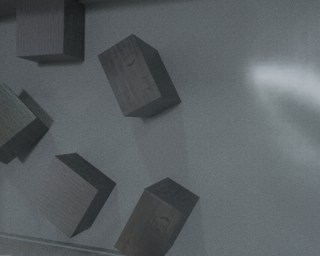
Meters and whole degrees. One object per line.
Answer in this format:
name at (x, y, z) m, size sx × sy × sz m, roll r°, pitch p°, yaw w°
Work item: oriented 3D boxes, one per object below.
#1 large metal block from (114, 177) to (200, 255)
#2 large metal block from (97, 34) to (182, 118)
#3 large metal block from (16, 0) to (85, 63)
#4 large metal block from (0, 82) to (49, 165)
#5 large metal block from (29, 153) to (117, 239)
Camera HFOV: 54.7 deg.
large metal block at (0.000, 0.114, 0.381) m, size 0.050 × 0.080 × 0.080 m, roll 30°, pitch 100°, yaw 17°
large metal block at (-0.022, -0.060, 0.388) m, size 0.050 × 0.080 × 0.080 m, roll -27°, pitch 81°, yaw 18°
large metal block at (-0.158, -0.141, 0.451) m, size 0.080 × 0.050 × 0.079 m, roll 1°, pitch 90°, yaw 19°
large metal block at (-0.230, -0.006, 0.460) m, size 0.080 × 0.050 × 0.080 m, roll 43°, pitch 76°, yaw 14°
large metal block at (-0.123, 0.092, 0.439) m, size 0.080 × 0.050 × 0.080 m, roll 34°, pitch 101°, yaw 16°
